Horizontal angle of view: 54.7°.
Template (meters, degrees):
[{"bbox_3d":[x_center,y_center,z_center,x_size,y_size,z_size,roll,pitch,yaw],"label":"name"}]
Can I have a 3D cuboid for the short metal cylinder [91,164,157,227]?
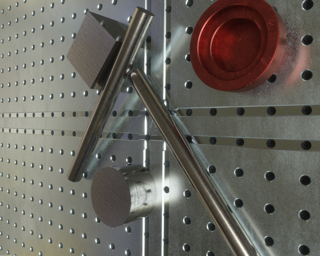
[{"bbox_3d":[-0.051,0.092,0.433,0.080,0.050,0.079,0,90,39],"label":"short metal cylinder"}]

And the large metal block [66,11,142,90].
[{"bbox_3d":[-0.085,-0.112,0.461,0.080,0.050,0.080,50,119,28],"label":"large metal block"}]

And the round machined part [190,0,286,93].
[{"bbox_3d":[0.084,-0.086,0.328,0.098,0.042,0.097,0,90,39],"label":"round machined part"}]

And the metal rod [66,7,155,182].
[{"bbox_3d":[-0.082,-0.031,0.457,0.025,0.025,0.298,47,123,29],"label":"metal rod"}]

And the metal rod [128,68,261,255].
[{"bbox_3d":[0.037,0.044,0.377,0.025,0.025,0.299,-45,63,30],"label":"metal rod"}]
